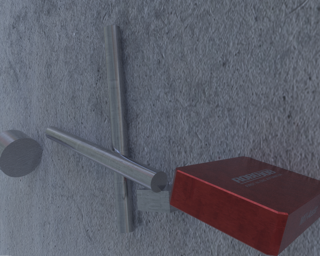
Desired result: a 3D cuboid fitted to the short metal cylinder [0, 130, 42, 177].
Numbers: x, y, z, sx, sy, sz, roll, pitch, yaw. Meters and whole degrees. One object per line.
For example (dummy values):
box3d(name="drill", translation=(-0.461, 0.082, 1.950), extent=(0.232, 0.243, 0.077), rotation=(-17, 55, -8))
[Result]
box3d(name="short metal cylinder", translation=(-0.279, 0.049, 0.600), extent=(0.050, 0.081, 0.079), rotation=(23, 105, 37))

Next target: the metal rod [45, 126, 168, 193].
box3d(name="metal rod", translation=(-0.099, 0.035, 0.460), extent=(0.300, 0.025, 0.025), rotation=(15, 100, 47))

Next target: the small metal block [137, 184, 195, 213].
box3d(name="small metal block", translation=(0.008, 0.085, 0.383), extent=(0.050, 0.050, 0.025), rotation=(-7, 86, 40))

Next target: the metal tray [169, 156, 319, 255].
box3d(name="metal tray", translation=(0.082, 0.056, 0.268), extent=(0.090, 0.131, 0.030), rotation=(18, 102, 38))

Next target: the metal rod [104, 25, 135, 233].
box3d(name="metal rod", translation=(-0.060, -0.001, 0.454), extent=(0.025, 0.025, 0.298), rotation=(-8, 85, 40))
